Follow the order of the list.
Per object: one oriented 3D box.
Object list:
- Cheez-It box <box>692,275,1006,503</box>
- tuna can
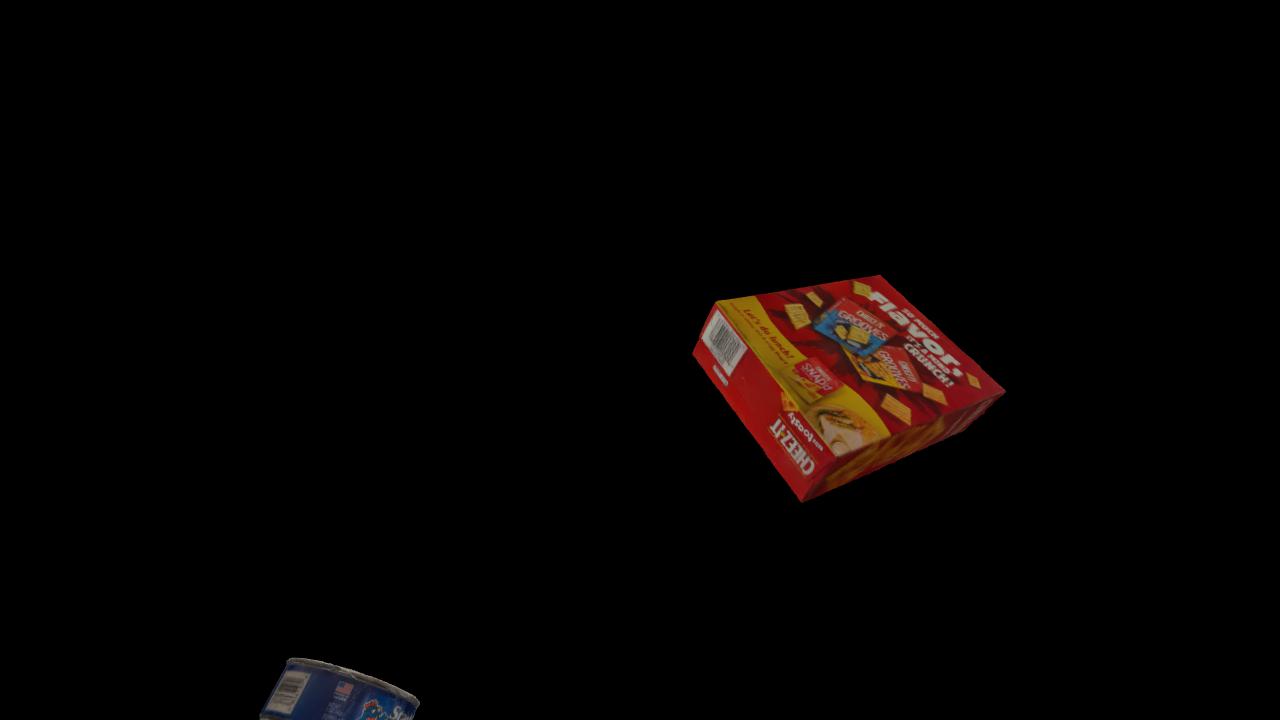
[{"bbox_3d":[0.182,0.010,0.542,0.223,0.166,0.071,-13,-37,-31],"label":"Cheez-It box"},{"bbox_3d":[-0.179,0.211,0.369,0.084,0.034,0.084,9,-41,8],"label":"tuna can"}]
